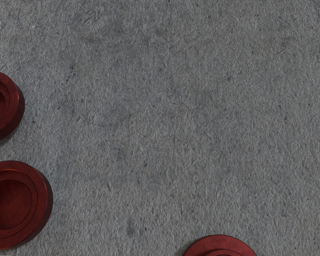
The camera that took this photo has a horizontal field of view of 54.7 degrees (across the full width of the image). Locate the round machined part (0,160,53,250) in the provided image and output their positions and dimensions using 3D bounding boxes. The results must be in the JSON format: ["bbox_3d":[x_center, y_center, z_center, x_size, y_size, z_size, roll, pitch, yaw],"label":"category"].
[{"bbox_3d":[-0.175,0.090,0.365,0.099,0.042,0.098,0,70,0],"label":"round machined part"}]

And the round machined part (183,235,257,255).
[{"bbox_3d":[0.068,0.168,0.338,0.099,0.042,0.098,0,70,0],"label":"round machined part"}]

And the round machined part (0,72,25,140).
[{"bbox_3d":[-0.226,-0.024,0.406,0.099,0.042,0.098,0,70,0],"label":"round machined part"}]
